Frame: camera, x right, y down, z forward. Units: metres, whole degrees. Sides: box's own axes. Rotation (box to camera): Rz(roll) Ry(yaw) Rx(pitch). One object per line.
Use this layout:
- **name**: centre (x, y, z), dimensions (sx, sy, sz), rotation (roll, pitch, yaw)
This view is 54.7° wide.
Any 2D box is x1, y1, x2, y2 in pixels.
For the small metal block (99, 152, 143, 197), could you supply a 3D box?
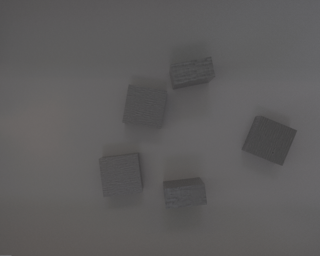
- **small metal block**: centre (-0.051, 0.061, 0.411), dimensions (0.050, 0.025, 0.050), rotation (-7, 90, 0)

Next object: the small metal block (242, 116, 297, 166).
- **small metal block**: centre (0.145, 0.017, 0.412), dimensions (0.050, 0.025, 0.050), rotation (22, 90, 0)

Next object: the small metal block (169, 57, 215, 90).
- **small metal block**: centre (0.040, -0.069, 0.399), dimensions (0.050, 0.050, 0.025), rotation (-11, 90, 0)

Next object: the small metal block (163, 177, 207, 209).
- **small metal block**: centre (0.031, 0.083, 0.399), dimensions (0.050, 0.050, 0.025), rotation (-7, 90, 0)

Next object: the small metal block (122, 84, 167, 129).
- **small metal block**: centre (-0.020, -0.028, 0.411), dimensions (0.050, 0.025, 0.050), rotation (10, 90, 0)
